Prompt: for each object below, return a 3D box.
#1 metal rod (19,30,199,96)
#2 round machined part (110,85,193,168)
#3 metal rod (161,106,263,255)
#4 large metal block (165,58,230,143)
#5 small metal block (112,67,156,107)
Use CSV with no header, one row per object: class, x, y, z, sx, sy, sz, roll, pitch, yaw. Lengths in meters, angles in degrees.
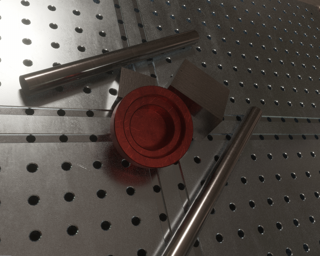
metal rod,-0.048,-0.103,0.446,0.302,0.025,0.025,-27,77,-37
round machined part,-0.013,0.001,0.378,0.099,0.042,0.097,4,80,-21
metal rod,0.080,0.063,0.414,0.025,0.025,0.301,41,51,-1
large metal block,0.045,-0.040,0.433,0.080,0.050,0.080,34,40,-6
small metal block,-0.035,-0.049,0.421,0.050,0.025,0.050,16,55,-20
